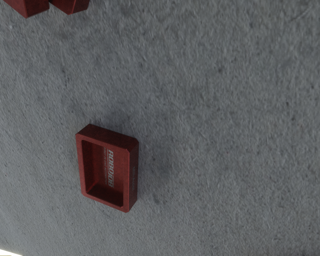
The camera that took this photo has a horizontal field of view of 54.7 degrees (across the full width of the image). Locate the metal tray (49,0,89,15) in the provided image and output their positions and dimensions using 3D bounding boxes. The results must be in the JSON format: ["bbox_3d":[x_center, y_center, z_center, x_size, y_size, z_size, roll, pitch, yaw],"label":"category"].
[{"bbox_3d":[-0.132,-0.201,0.347,0.130,0.030,0.089,35,129,4],"label":"metal tray"}]

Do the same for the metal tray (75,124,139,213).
[{"bbox_3d":[-0.081,0.065,0.484,0.090,0.030,0.129,17,125,18],"label":"metal tray"}]

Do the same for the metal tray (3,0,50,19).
[{"bbox_3d":[-0.181,-0.194,0.342,0.130,0.030,0.089,39,147,18],"label":"metal tray"}]
